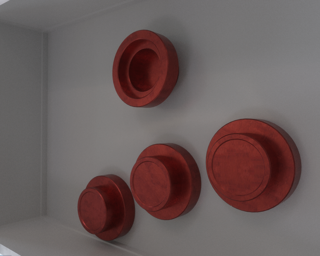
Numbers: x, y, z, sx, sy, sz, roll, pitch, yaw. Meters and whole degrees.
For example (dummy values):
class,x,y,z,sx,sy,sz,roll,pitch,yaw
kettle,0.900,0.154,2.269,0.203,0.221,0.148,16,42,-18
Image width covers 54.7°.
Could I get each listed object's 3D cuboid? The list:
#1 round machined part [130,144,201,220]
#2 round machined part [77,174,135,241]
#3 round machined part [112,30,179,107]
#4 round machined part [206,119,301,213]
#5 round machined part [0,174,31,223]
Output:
class,x,y,z,sx,sy,sz,roll,pitch,yaw
round machined part,0.000,0.069,0.396,0.098,0.042,0.097,0,90,40
round machined part,-0.087,0.121,0.468,0.098,0.042,0.097,0,90,40
round machined part,-0.014,-0.075,0.408,0.098,0.042,0.097,0,90,40
round machined part,0.089,0.039,0.322,0.098,0.042,0.097,0,90,40
round machined part,-0.309,0.146,0.654,0.098,0.042,0.097,0,90,40
